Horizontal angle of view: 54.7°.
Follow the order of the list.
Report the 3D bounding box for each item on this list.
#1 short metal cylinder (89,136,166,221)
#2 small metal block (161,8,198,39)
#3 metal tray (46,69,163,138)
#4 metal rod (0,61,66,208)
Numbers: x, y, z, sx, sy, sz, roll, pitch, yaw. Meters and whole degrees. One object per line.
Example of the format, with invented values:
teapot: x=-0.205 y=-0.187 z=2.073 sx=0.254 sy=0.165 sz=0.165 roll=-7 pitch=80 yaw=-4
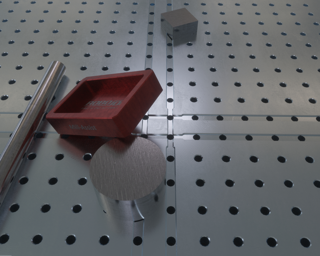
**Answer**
short metal cylinder: x=-0.034 y=0.055 z=0.344 sx=0.080 sy=0.050 sz=0.080 roll=0 pitch=50 yaw=0
small metal block: x=0.035 y=-0.193 z=0.570 sx=0.050 sy=0.025 sz=0.050 roll=-20 pitch=53 yaw=-16
metal tray: x=-0.072 y=-0.032 z=0.394 sx=0.130 sy=0.030 sz=0.090 roll=2 pitch=44 yaw=37
metal rod: x=-0.177 y=0.019 z=0.390 sx=0.025 sy=0.025 sz=0.300 roll=5 pitch=50 yaw=4
